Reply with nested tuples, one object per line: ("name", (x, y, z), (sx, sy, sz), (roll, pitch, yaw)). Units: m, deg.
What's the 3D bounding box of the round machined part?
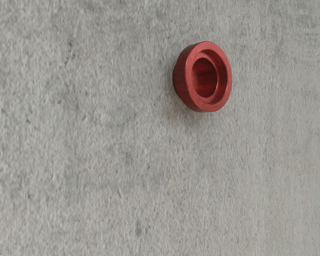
("round machined part", (0.056, -0.071, 0.443), (0.099, 0.042, 0.097), (0, 90, -40))
